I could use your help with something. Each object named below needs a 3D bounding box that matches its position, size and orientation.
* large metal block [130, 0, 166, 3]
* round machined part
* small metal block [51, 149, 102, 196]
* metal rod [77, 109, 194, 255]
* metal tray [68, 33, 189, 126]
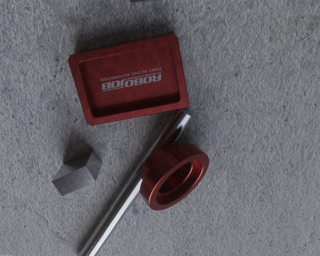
[{"bbox_3d":[0.004,-0.180,0.330,0.080,0.050,0.079,-6,110,2],"label":"large metal block"},{"bbox_3d":[0.014,0.057,0.404,0.099,0.042,0.097,-29,144,-24],"label":"round machined part"},{"bbox_3d":[-0.110,0.059,0.417,0.050,0.050,0.025,-25,108,8],"label":"small metal block"},{"bbox_3d":[-0.046,0.097,0.445,0.025,0.025,0.299,30,107,-11],"label":"metal rod"},{"bbox_3d":[-0.036,-0.060,0.384,0.131,0.030,0.089,-11,110,3],"label":"metal tray"}]
